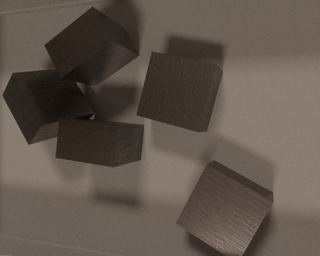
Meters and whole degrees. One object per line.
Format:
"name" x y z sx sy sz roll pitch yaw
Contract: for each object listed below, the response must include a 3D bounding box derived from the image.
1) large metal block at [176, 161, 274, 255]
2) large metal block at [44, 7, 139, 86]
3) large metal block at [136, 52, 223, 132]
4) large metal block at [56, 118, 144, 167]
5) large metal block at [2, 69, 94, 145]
"large metal block" 0.078 0.095 0.369 0.080 0.050 0.080 29 99 17
"large metal block" -0.087 -0.102 0.411 0.080 0.080 0.050 -31 80 17
"large metal block" 0.026 -0.044 0.388 0.080 0.050 0.079 16 95 19
"large metal block" -0.076 0.016 0.407 0.080 0.080 0.050 6 92 19
"large metal block" -0.153 -0.032 0.427 0.050 0.081 0.080 -41 76 39
